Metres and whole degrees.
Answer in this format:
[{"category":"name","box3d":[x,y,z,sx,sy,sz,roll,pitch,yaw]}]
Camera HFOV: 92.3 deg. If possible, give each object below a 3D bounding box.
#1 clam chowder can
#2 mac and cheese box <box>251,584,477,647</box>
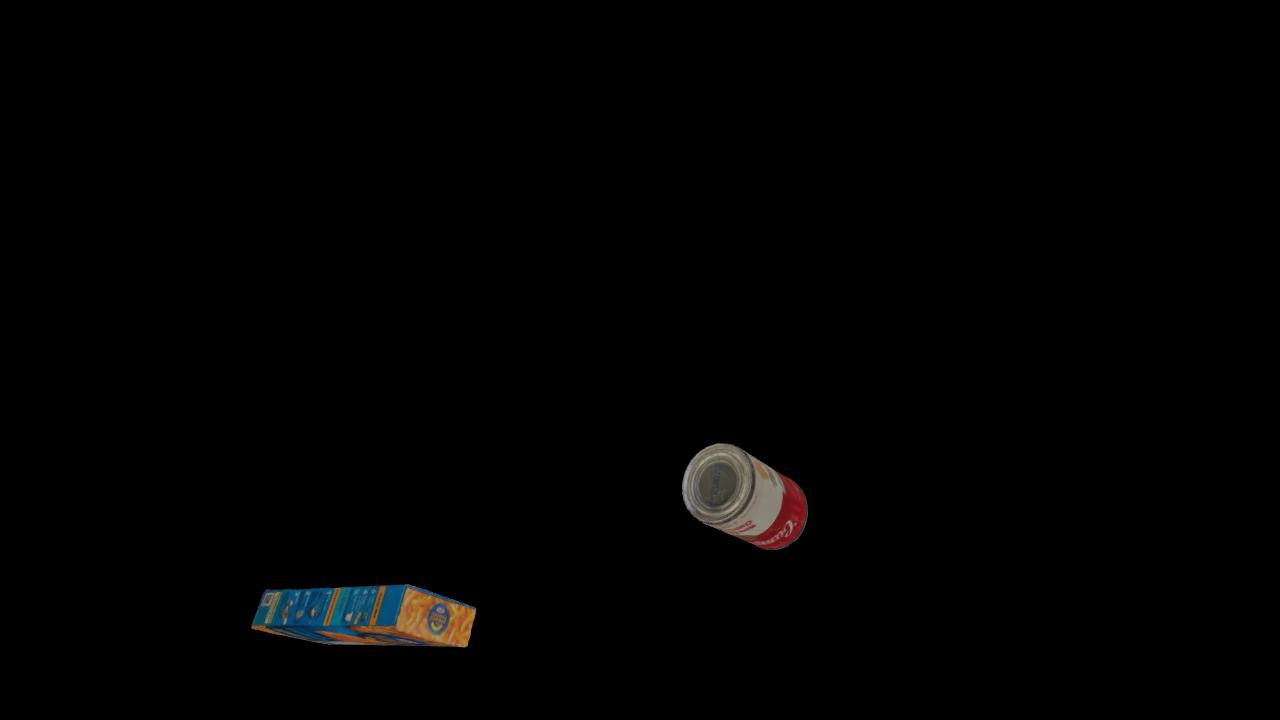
[{"category":"clam chowder can","box3d":[0.089,0.116,0.518,0.068,0.068,0.102,0,-25,41]},{"category":"mac and cheese box","box3d":[-0.256,0.239,0.570,0.184,0.041,0.093,-11,-37,25]}]
